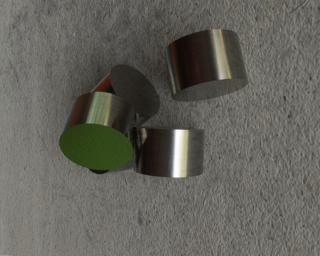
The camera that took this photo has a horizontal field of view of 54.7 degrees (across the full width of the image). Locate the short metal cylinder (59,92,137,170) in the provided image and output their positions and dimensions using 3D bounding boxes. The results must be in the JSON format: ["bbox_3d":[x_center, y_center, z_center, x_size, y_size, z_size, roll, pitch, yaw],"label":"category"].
[{"bbox_3d":[-0.069,0.005,0.358,0.080,0.080,0.050,-37,34,34],"label":"short metal cylinder"}]

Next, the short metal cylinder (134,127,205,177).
[{"bbox_3d":[0.011,0.025,0.360,0.080,0.081,0.050,4,93,40],"label":"short metal cylinder"}]

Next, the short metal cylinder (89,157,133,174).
[{"bbox_3d":[-0.069,0.024,0.446,0.080,0.050,0.080,0,90,40],"label":"short metal cylinder"}]

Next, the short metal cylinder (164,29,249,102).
[{"bbox_3d":[0.048,-0.063,0.329,0.080,0.081,0.050,-16,80,39],"label":"short metal cylinder"}]

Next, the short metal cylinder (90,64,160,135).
[{"bbox_3d":[-0.047,-0.036,0.408,0.050,0.081,0.080,-37,67,34],"label":"short metal cylinder"}]
